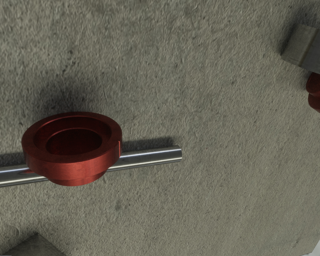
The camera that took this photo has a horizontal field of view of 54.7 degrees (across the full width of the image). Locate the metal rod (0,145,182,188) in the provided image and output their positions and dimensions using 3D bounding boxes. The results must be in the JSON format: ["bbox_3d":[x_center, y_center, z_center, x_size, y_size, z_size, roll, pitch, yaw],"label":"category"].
[{"bbox_3d":[-0.110,0.048,0.376,0.303,0.025,0.025,-5,121,-26],"label":"metal rod"}]

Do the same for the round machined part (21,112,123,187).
[{"bbox_3d":[-0.089,0.024,0.326,0.099,0.098,0.042,-11,123,-23],"label":"round machined part"}]

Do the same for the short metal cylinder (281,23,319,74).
[{"bbox_3d":[0.215,-0.106,0.424,0.081,0.080,0.050,4,116,-31],"label":"short metal cylinder"}]

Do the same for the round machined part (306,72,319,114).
[{"bbox_3d":[0.263,-0.070,0.468,0.042,0.098,0.098,33,101,-11],"label":"round machined part"}]

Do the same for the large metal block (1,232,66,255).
[{"bbox_3d":[-0.175,0.202,0.420,0.080,0.050,0.080,-32,129,-8],"label":"large metal block"}]
